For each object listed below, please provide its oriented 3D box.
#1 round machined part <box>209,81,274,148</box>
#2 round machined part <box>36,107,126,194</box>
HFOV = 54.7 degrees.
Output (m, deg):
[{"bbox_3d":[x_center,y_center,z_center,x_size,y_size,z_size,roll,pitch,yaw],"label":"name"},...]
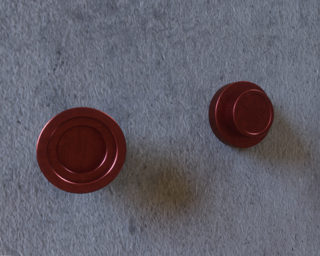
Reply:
[{"bbox_3d":[0.124,-0.020,0.447,0.099,0.042,0.097,0,90,-21],"label":"round machined part"},{"bbox_3d":[-0.093,0.025,0.366,0.099,0.042,0.097,0,90,-21],"label":"round machined part"}]
